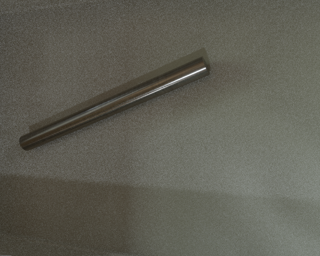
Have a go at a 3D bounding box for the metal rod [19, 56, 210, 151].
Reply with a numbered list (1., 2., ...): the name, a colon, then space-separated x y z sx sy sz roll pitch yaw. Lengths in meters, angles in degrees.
1. metal rod: -0.076 -0.027 0.435 0.300 0.025 0.025 -21 83 18
